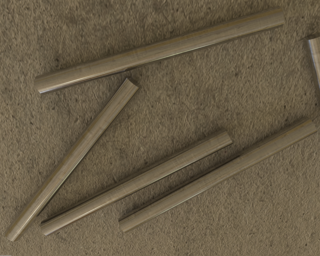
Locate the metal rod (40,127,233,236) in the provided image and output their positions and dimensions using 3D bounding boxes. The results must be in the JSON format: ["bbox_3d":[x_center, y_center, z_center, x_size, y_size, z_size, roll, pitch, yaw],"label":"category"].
[{"bbox_3d":[-0.039,0.080,0.438,0.300,0.025,0.025,-28,108,9],"label":"metal rod"}]

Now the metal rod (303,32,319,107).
[{"bbox_3d":[0.242,0.019,0.418,0.025,0.025,0.299,-22,109,8],"label":"metal rod"}]

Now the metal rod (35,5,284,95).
[{"bbox_3d":[-0.005,-0.092,0.375,0.301,0.025,0.025,-15,110,5],"label":"metal rod"}]

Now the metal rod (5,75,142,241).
[{"bbox_3d":[-0.127,0.051,0.427,0.025,0.025,0.299,37,106,-13],"label":"metal rod"}]

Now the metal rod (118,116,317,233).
[{"bbox_3d":[0.073,0.070,0.435,0.300,0.025,0.025,-30,107,10],"label":"metal rod"}]
